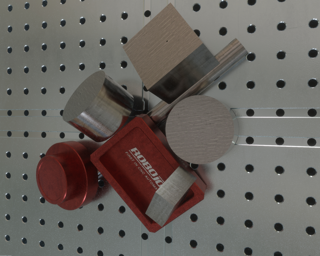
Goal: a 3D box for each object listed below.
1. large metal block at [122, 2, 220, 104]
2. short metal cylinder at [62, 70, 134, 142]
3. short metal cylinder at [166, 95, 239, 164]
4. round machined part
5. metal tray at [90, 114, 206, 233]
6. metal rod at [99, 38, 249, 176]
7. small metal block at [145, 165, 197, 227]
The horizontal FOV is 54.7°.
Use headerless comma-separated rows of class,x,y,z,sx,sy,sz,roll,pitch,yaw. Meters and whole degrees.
large metal block,0.012,-0.090,0.383,0.080,0.050,0.080,-39,58,16
short metal cylinder,-0.081,-0.028,0.406,0.080,0.050,0.080,-31,37,27
short metal cylinder,0.053,0.002,0.380,0.080,0.050,0.079,0,90,20
round machined part,-0.137,0.069,0.438,0.098,0.042,0.097,5,99,35
metal tray,-0.015,0.058,0.400,0.090,0.030,0.130,-39,90,16
metal rod,-0.012,-0.009,0.418,0.300,0.025,0.025,-39,78,16
small metal block,0.013,0.080,0.363,0.025,0.050,0.050,36,137,14
